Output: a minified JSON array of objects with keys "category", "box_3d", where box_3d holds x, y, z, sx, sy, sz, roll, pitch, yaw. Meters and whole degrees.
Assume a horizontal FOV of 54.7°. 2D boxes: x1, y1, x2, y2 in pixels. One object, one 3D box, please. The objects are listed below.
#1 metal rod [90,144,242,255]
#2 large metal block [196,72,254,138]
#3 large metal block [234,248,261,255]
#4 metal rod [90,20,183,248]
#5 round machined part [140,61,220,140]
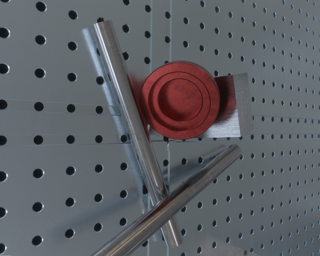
[{"category":"metal rod","box_3d":[0.032,0.087,0.406,0.302,0.025,0.025,-27,108,-46]},{"category":"large metal block","box_3d":[0.079,-0.031,0.434,0.050,0.080,0.079,-19,103,-52]},{"category":"large metal block","box_3d":[0.161,0.258,0.510,0.050,0.080,0.080,-30,109,-36]},{"category":"metal rod","box_3d":[-0.023,0.019,0.389,0.025,0.025,0.298,-29,108,-36]},{"category":"round machined part","box_3d":[0.027,-0.037,0.397,0.042,0.098,0.097,-59,133,-68]}]
